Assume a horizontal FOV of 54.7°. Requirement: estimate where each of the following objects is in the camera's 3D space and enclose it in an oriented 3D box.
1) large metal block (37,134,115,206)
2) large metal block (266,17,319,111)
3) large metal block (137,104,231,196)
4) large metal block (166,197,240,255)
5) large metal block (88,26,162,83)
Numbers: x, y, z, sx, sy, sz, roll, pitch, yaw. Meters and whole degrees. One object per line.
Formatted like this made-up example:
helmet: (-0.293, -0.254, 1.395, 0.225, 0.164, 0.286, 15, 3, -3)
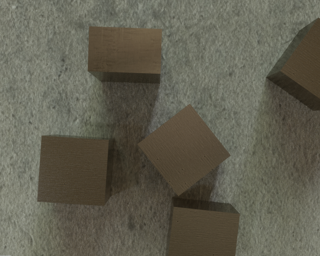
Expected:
large metal block: (-0.104, 0.051, 0.396, 0.081, 0.050, 0.079, 4, 90, -1)
large metal block: (0.202, -0.079, 0.400, 0.080, 0.050, 0.080, 35, 90, -1)
large metal block: (0.029, 0.026, 0.398, 0.080, 0.050, 0.080, -38, 91, 0)
large metal block: (0.052, 0.139, 0.398, 0.081, 0.050, 0.079, 6, 90, -1)
large metal block: (-0.039, -0.086, 0.382, 0.081, 0.080, 0.050, 2, 90, -1)
